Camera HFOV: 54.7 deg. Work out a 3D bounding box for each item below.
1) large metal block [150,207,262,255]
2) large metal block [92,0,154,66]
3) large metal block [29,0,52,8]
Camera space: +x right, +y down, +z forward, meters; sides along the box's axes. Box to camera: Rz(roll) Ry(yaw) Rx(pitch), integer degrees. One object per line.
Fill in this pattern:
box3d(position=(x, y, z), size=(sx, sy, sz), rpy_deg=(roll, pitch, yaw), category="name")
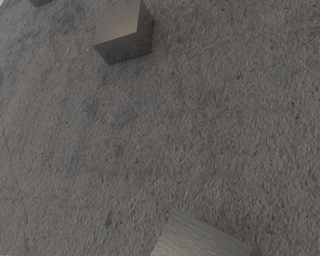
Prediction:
box3d(position=(0.037, 0.133, 0.287), size=(0.080, 0.050, 0.080), rpy_deg=(19, 72, 35), category="large metal block")
box3d(position=(-0.059, -0.160, 0.517), size=(0.080, 0.050, 0.080), rpy_deg=(-10, 57, 22), category="large metal block")
box3d(position=(-0.297, -0.353, 0.742), size=(0.050, 0.080, 0.080), rpy_deg=(-7, 59, 25), category="large metal block")
